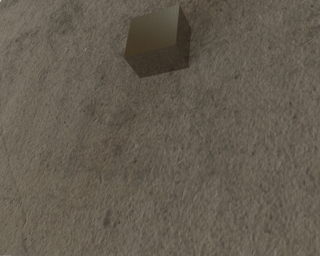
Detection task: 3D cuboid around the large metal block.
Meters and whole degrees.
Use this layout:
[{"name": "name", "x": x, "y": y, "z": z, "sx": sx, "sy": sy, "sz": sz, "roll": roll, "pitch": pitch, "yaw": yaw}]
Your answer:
[{"name": "large metal block", "x": -0.001, "y": -0.129, "z": 0.466, "sx": 0.080, "sy": 0.050, "sz": 0.080, "roll": -8, "pitch": 58, "yaw": 23}]
